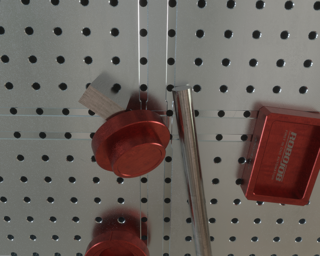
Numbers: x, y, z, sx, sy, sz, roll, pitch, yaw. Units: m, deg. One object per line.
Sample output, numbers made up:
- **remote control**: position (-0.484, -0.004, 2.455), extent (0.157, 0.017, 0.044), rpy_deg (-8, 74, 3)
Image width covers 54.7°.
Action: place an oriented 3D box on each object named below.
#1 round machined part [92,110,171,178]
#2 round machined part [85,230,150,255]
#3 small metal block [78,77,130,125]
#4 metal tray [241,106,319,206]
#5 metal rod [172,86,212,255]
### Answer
- **round machined part**: position (-0.032, 0.026, 0.387), extent (0.099, 0.042, 0.097), rpy_deg (-18, 143, -14)
- **round machined part**: position (-0.065, 0.197, 0.476), extent (0.099, 0.042, 0.097), rpy_deg (0, 110, 0)
- **small metal block**: position (-0.068, -0.035, 0.386), extent (0.050, 0.050, 0.025), rpy_deg (35, 106, -12)
- **metal tray**: position (0.171, 0.041, 0.426), extent (0.091, 0.030, 0.129), rpy_deg (7, 110, -3)
- **metal rod**: position (0.051, 0.087, 0.445), extent (0.025, 0.025, 0.298), rpy_deg (-9, 110, 3)
